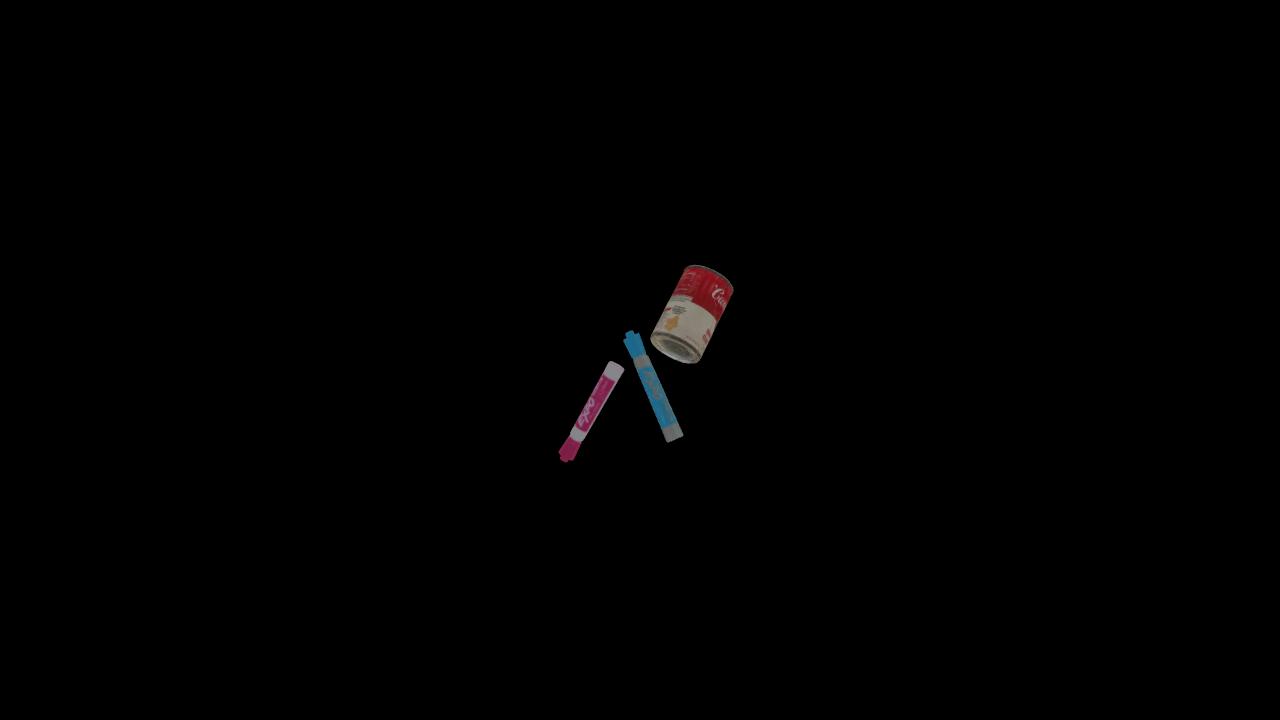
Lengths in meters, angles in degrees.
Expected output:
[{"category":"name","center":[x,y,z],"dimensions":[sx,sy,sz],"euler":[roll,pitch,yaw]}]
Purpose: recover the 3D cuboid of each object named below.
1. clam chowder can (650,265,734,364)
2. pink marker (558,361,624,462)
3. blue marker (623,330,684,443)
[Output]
[{"category":"clam chowder can","center":[0.063,-0.055,0.747],"dimensions":[0.068,0.102,0.068],"euler":[25,-17,8]},{"category":"pink marker","center":[-0.054,0.057,0.659],"dimensions":[0.020,0.121,0.020],"euler":[29,8,-5]},{"category":"blue marker","center":[0.012,0.026,0.632],"dimensions":[0.020,0.121,0.020],"euler":[-23,-7,-3]}]
